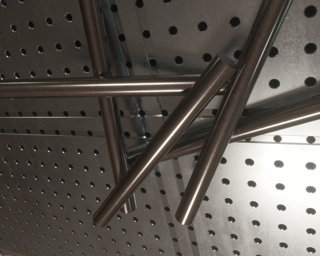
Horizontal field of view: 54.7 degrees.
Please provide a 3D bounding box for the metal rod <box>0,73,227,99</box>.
[{"bbox_3d":[-0.073,-0.049,0.371,0.301,0.025,0.025,0,120,11],"label":"metal rod"}]

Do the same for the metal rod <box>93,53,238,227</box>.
[{"bbox_3d":[-0.011,0.035,0.381,0.025,0.025,0.298,39,122,2],"label":"metal rod"}]

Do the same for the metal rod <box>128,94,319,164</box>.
[{"bbox_3d":[0.050,0.018,0.394,0.300,0.025,0.025,-19,108,35],"label":"metal rod"}]

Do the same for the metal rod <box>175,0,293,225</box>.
[{"bbox_3d":[0.072,-0.007,0.340,0.025,0.025,0.298,24,118,13],"label":"metal rod"}]

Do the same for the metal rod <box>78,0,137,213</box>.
[{"bbox_3d":[-0.065,-0.017,0.412,0.025,0.025,0.298,4,114,26],"label":"metal rod"}]
